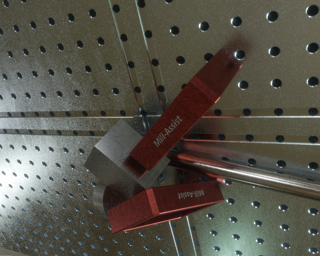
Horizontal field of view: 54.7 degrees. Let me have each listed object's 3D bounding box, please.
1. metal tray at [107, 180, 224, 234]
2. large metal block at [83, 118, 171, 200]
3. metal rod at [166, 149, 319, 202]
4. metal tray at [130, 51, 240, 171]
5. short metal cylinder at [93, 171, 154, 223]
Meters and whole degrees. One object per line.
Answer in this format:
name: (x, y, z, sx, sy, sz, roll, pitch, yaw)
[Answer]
metal tray: (0.010, 0.101, 0.405, 0.090, 0.131, 0.030, -36, 63, 38)
large metal block: (-0.046, 0.046, 0.402, 0.080, 0.050, 0.080, 40, 148, -2)
metal rod: (0.144, 0.065, 0.375, 0.301, 0.025, 0.025, 10, 123, 22)
metal tray: (0.026, -0.017, 0.344, 0.030, 0.090, 0.129, 41, 129, 0)
short metal cylinder: (-0.053, 0.104, 0.459, 0.080, 0.080, 0.050, 53, 153, -10)
